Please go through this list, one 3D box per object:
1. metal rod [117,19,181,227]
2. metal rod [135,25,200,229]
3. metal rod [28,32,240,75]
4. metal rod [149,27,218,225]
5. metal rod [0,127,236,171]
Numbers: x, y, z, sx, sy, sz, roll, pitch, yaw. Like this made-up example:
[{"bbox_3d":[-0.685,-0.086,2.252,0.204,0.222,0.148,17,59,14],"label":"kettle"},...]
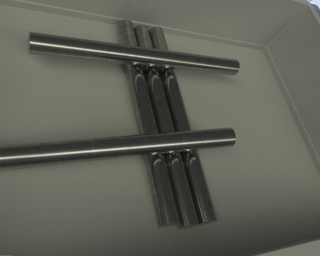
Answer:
[{"bbox_3d":[-0.021,-0.024,0.408,0.025,0.025,0.299,1,61,-28],"label":"metal rod"},{"bbox_3d":[0.002,-0.019,0.417,0.025,0.025,0.299,1,61,-28],"label":"metal rod"},{"bbox_3d":[-0.015,-0.097,0.422,0.303,0.025,0.025,0,62,-28],"label":"metal rod"},{"bbox_3d":[0.025,-0.020,0.429,0.025,0.025,0.299,1,61,-28],"label":"metal rod"},{"bbox_3d":[-0.050,0.021,0.341,0.303,0.025,0.025,-4,64,-22],"label":"metal rod"}]
